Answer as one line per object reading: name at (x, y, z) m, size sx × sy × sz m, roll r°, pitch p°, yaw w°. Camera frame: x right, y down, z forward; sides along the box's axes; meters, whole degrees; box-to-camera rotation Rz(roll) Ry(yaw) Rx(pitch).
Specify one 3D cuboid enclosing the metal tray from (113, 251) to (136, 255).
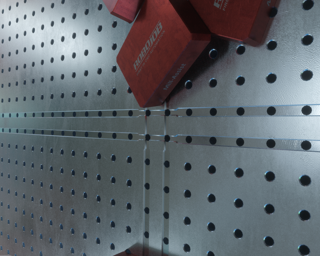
metal tray at (-0.018, 0.231, 0.418) m, size 0.130 × 0.030 × 0.089 m, roll 0°, pitch 90°, yaw 39°

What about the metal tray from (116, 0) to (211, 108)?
metal tray at (-0.003, -0.097, 0.386) m, size 0.129 × 0.030 × 0.090 m, roll -50°, pitch 60°, yaw 45°

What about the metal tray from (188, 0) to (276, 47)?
metal tray at (0.084, -0.164, 0.335) m, size 0.090 × 0.030 × 0.129 m, roll 28°, pitch 108°, yaw 36°

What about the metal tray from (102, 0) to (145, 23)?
metal tray at (-0.046, -0.208, 0.414) m, size 0.089 × 0.030 × 0.130 m, roll -56°, pitch 38°, yaw 24°
